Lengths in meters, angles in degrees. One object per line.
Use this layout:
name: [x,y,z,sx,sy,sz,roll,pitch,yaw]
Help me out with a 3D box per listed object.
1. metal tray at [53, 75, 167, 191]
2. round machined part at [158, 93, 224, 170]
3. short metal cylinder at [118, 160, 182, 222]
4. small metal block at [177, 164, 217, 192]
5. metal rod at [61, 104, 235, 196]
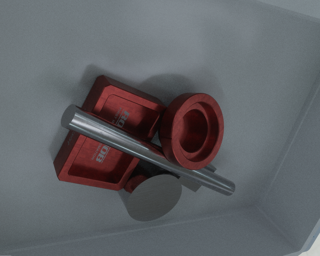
metal tray: [-0.060,0.011,0.378,0.091,0.030,0.129,20,108,-36]
round machined part: [0.036,0.003,0.403,0.099,0.042,0.097,-7,101,-41]
short metal cylinder: [-0.017,0.083,0.433,0.081,0.050,0.079,-14,125,-21]
small metal block: [0.051,0.065,0.476,0.050,0.025,0.050,-49,129,6]
metal rod: [0.010,0.043,0.403,0.301,0.025,0.025,29,102,-40]
